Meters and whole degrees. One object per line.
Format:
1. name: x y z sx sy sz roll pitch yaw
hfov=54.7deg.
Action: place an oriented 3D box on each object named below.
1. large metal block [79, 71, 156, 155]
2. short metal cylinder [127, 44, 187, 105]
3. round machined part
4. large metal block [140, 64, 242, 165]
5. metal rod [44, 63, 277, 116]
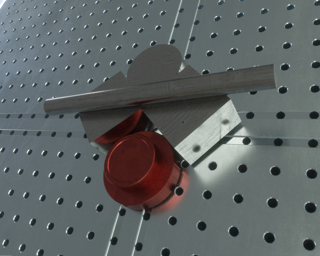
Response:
1. large metal block: -0.062 -0.019 0.431 0.080 0.050 0.080 -34 53 5
2. short metal cylinder: 0.002 -0.068 0.428 0.080 0.050 0.080 -13 56 21
3. round machined part: -0.028 0.046 0.379 0.098 0.042 0.098 -13 56 21
4. large metal block: 0.036 -0.017 0.375 0.080 0.050 0.080 -41 51 1
5. metal rod: -0.020 -0.040 0.372 0.300 0.025 0.025 -5 60 26
